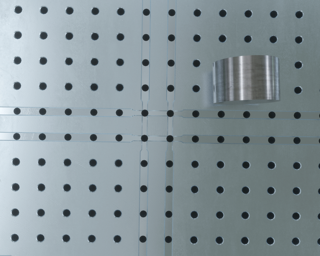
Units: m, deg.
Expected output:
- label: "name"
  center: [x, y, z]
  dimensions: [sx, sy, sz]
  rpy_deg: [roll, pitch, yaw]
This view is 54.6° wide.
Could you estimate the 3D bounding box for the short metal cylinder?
- label: "short metal cylinder"
  center: [0.107, -0.057, 0.387]
  dimensions: [0.080, 0.080, 0.050]
  rpy_deg: [-2, 90, 0]
